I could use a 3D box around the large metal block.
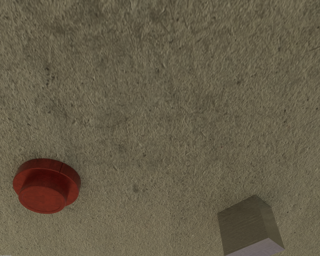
[{"bbox_3d":[0.149,0.172,0.520,0.080,0.080,0.050,-36,122,26],"label":"large metal block"}]

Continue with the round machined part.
[{"bbox_3d":[-0.175,0.095,0.474,0.099,0.042,0.097,-1,130,0],"label":"round machined part"}]
